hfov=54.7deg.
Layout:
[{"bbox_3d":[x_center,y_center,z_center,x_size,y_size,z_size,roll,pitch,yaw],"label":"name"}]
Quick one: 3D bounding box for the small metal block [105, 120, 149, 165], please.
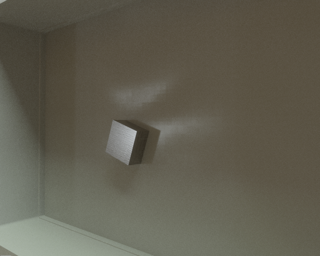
[{"bbox_3d":[-0.047,0.020,0.444,0.050,0.025,0.050,24,105,37],"label":"small metal block"}]
